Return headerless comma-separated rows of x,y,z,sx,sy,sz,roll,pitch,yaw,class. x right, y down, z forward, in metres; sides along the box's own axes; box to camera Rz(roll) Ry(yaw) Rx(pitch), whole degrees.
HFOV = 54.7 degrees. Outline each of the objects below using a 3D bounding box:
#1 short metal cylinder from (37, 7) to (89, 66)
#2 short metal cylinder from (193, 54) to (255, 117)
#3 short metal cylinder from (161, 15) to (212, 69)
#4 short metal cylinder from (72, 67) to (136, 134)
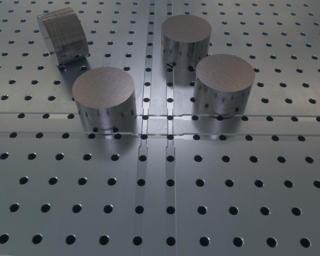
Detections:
-0.154,-0.145,0.492,0.050,0.080,0.080,-25,55,-20,short metal cylinder
0.090,-0.061,0.443,0.081,0.050,0.080,0,50,0,short metal cylinder
0.042,-0.144,0.512,0.081,0.050,0.080,0,50,0,short metal cylinder
-0.074,-0.038,0.423,0.081,0.050,0.080,0,50,0,short metal cylinder
